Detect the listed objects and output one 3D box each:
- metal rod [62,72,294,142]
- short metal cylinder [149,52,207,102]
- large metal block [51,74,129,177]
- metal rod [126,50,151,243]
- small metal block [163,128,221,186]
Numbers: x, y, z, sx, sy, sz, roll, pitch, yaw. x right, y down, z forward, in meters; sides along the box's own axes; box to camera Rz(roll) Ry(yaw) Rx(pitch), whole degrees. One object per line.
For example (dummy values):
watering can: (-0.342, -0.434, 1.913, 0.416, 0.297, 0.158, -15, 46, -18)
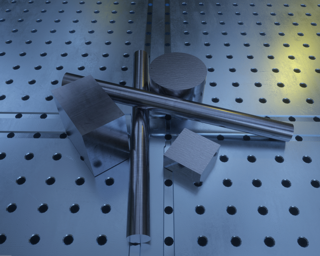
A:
metal rod: (0.023, -0.027, 0.406, 0.302, 0.025, 0.025, 13, 51, 0)
short metal cylinder: (0.025, -0.064, 0.445, 0.081, 0.050, 0.080, 0, 50, 0)
large metal block: (-0.081, -0.003, 0.372, 0.050, 0.080, 0.080, -28, 56, -22)
metal rod: (-0.026, -0.002, 0.409, 0.025, 0.025, 0.300, -1, 50, -1)
small metal block: (0.039, 0.034, 0.380, 0.050, 0.025, 0.050, 27, 55, 20)
